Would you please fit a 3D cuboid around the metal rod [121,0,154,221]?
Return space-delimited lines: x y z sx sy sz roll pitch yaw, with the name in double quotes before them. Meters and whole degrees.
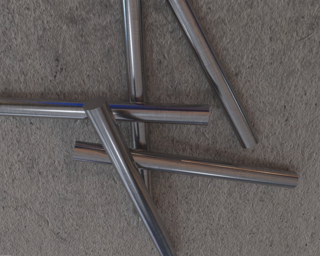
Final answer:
"metal rod" -0.027 -0.009 0.406 0.025 0.025 0.298 -2 110 1

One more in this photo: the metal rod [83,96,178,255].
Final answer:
"metal rod" -0.025 0.089 0.399 0.025 0.025 0.299 -16 126 6

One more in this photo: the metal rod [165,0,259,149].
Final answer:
"metal rod" 0.048 -0.101 0.372 0.025 0.025 0.299 -28 108 10

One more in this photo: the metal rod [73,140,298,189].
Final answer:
"metal rod" 0.042 0.050 0.409 0.302 0.025 0.025 9 110 -11

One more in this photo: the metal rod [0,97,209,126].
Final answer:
"metal rod" -0.093 -0.022 0.381 0.302 0.025 0.025 3 110 6
